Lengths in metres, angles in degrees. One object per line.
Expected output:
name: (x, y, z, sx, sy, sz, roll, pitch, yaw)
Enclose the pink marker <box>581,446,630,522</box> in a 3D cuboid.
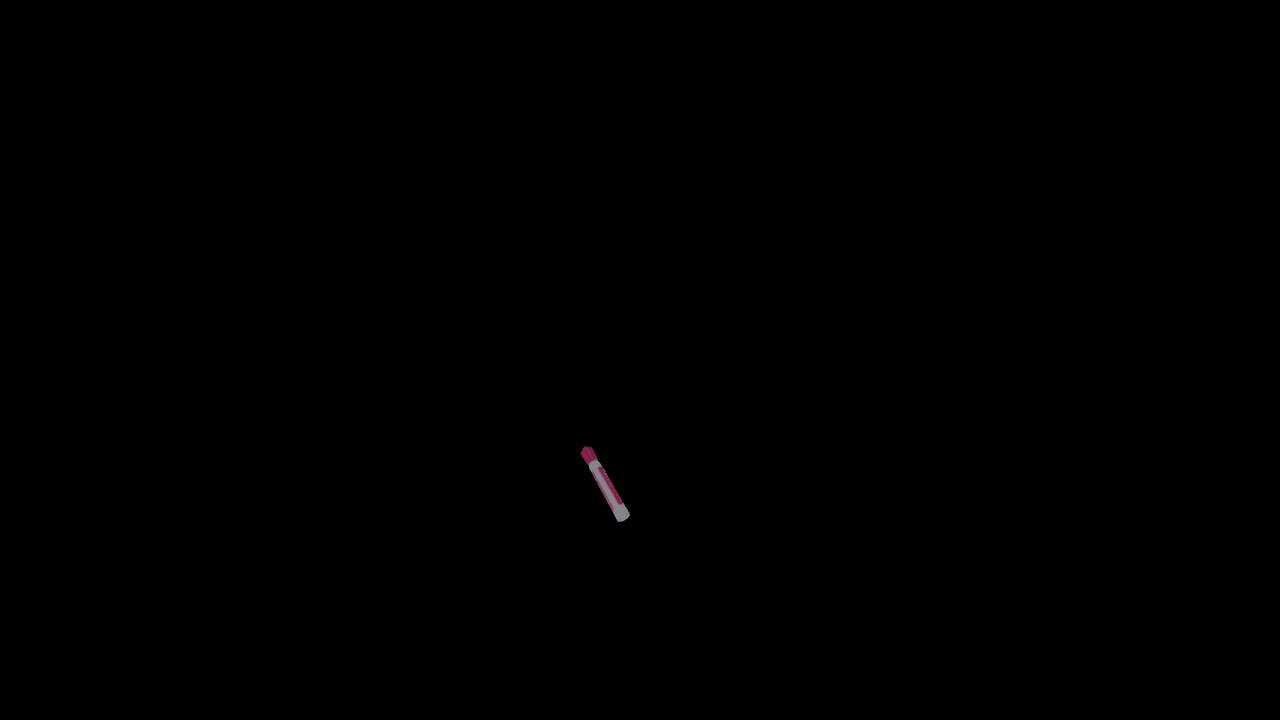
pink marker: (-0.050, 0.165, 0.837, 0.020, 0.020, 0.121, 0, 42, -40)
